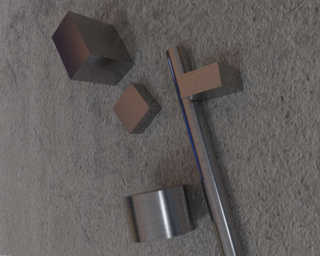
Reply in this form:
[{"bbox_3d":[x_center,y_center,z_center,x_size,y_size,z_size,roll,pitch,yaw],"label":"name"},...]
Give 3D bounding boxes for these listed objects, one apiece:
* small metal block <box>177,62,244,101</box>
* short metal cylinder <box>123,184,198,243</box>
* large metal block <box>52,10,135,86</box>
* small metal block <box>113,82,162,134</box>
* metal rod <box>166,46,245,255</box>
[{"bbox_3d":[0.056,-0.049,0.341,0.050,0.050,0.025,-14,82,39],"label":"small metal block"},{"bbox_3d":[0.000,0.099,0.367,0.080,0.081,0.050,-19,78,38],"label":"short metal cylinder"},{"bbox_3d":[-0.095,-0.111,0.445,0.050,0.081,0.080,-42,65,32],"label":"large metal block"},{"bbox_3d":[-0.032,-0.027,0.430,0.050,0.025,0.050,-51,61,27],"label":"small metal block"},{"bbox_3d":[0.055,0.045,0.357,0.025,0.025,0.299,-23,76,37],"label":"metal rod"}]
